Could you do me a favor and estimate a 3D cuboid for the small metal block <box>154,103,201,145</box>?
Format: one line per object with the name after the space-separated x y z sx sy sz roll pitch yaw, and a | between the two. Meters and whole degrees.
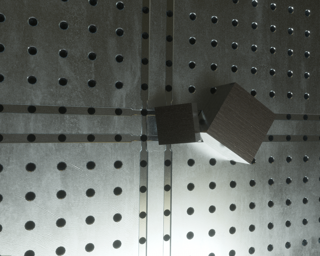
0.023 -0.006 0.407 0.050 0.025 0.050 -6 93 22 | small metal block

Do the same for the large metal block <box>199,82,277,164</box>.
0.103 -0.006 0.437 0.080 0.050 0.080 35 79 -17 | large metal block
